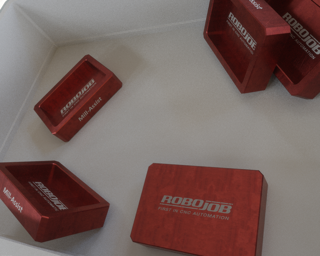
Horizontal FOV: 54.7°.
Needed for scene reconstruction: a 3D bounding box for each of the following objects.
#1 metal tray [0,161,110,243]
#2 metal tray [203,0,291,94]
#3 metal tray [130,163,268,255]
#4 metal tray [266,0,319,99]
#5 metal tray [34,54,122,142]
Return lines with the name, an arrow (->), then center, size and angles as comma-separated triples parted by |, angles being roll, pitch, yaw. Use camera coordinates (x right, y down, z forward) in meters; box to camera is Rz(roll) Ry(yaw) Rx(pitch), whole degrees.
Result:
metal tray -> -0.137, 0.082, 0.383 | 0.130, 0.091, 0.030 | 27, 104, 37
metal tray -> 0.098, -0.117, 0.382 | 0.030, 0.089, 0.130 | -11, 51, -14
metal tray -> 0.041, 0.087, 0.328 | 0.130, 0.030, 0.090 | 1, 62, 28
metal tray -> 0.158, -0.108, 0.355 | 0.089, 0.030, 0.130 | -55, 41, 36
metal tray -> -0.135, -0.051, 0.504 | 0.130, 0.030, 0.090 | -47, 51, -5
